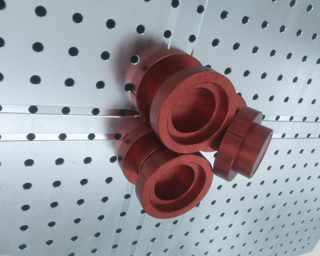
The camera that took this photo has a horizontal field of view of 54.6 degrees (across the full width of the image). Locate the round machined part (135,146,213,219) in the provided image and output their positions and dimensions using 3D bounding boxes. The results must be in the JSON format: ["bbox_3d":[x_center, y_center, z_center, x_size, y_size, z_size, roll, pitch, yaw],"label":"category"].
[{"bbox_3d":[0.014,0.063,0.391,0.099,0.042,0.097,-14,124,-21],"label":"round machined part"}]

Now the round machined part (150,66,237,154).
[{"bbox_3d":[0.033,-0.023,0.348,0.099,0.042,0.097,-14,124,-21],"label":"round machined part"}]

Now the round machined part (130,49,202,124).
[{"bbox_3d":[0.017,-0.044,0.383,0.099,0.042,0.097,-14,124,-21],"label":"round machined part"}]

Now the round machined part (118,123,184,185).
[{"bbox_3d":[-0.004,0.043,0.424,0.099,0.042,0.097,-14,124,-21],"label":"round machined part"}]

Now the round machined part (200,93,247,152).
[{"bbox_3d":[0.086,-0.006,0.443,0.099,0.042,0.097,-14,124,-21],"label":"round machined part"}]

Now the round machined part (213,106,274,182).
[{"bbox_3d":[0.109,0.025,0.392,0.098,0.042,0.097,-45,150,-36],"label":"round machined part"}]
